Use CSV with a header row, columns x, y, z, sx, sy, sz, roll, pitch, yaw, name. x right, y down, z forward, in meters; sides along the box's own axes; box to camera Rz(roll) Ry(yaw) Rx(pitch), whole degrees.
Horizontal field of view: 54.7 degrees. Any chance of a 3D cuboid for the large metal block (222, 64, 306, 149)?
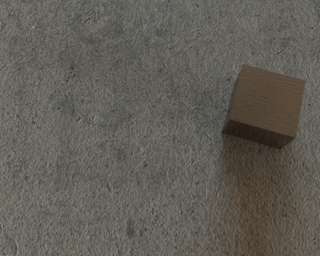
x,y,z,sx,sy,sz,roll,pitch,yaw,name
0.134,-0.027,0.405,0.080,0.050,0.080,16,71,6,large metal block
